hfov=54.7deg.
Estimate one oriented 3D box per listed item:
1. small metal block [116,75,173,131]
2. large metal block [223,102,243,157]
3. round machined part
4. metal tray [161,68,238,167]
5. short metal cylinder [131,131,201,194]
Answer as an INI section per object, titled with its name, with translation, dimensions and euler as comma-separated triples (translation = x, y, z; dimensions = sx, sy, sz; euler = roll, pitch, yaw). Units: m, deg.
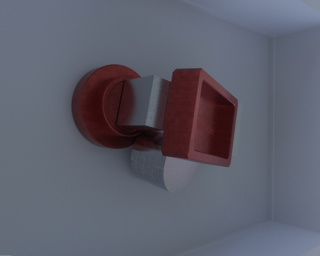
[small metal block]
translation = -0.016, -0.024, 0.321
dimensions = 0.025, 0.050, 0.050
euler = 16, 80, -39
[large metal block]
translation = 0.071, -0.004, 0.448
dimensions = 0.081, 0.050, 0.080
euler = 13, 82, -40
[round machined part]
translation = -0.046, -0.025, 0.356
dimensions = 0.099, 0.042, 0.097
euler = 0, 90, -40
[metal tray]
translation = 0.052, -0.005, 0.355
dimensions = 0.131, 0.030, 0.090
euler = 19, 77, -58
[short metal cylinder]
translation = 0.010, 0.035, 0.384
dimensions = 0.081, 0.050, 0.079
euler = -23, 121, -46
